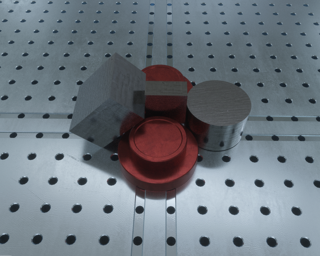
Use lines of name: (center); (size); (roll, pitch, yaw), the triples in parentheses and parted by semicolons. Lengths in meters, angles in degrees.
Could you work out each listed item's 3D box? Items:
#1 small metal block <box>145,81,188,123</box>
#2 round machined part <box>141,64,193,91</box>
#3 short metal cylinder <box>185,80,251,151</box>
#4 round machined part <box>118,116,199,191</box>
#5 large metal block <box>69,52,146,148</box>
small metal block: (0.008, -0.032, 0.389); (0.050, 0.050, 0.025); (1, 50, 1)
round machined part: (0.000, -0.053, 0.441); (0.099, 0.042, 0.098); (0, 50, 0)
short metal cylinder: (0.073, -0.017, 0.405); (0.080, 0.050, 0.080); (0, 50, 0)
round machined part: (-0.002, 0.024, 0.377); (0.099, 0.042, 0.098); (0, 50, 0)
large metal block: (-0.064, -0.034, 0.392); (0.050, 0.080, 0.080); (32, 40, -33)
